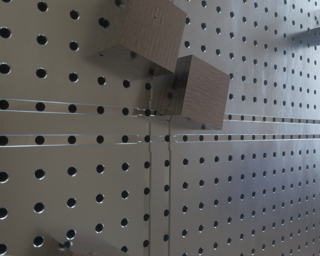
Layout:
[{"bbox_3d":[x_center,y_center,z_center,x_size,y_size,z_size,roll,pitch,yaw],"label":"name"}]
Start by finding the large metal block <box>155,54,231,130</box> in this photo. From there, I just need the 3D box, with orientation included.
[{"bbox_3d":[0.048,-0.045,0.431,0.080,0.050,0.080,18,79,-39],"label":"large metal block"}]

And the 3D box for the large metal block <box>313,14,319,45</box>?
[{"bbox_3d":[0.416,-0.245,0.719,0.050,0.080,0.080,48,62,-30],"label":"large metal block"}]

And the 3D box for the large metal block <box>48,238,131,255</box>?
[{"bbox_3d":[-0.079,0.168,0.326,0.080,0.050,0.080,26,74,-37],"label":"large metal block"}]

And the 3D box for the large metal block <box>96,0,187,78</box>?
[{"bbox_3d":[-0.020,-0.115,0.375,0.080,0.050,0.080,20,77,-38],"label":"large metal block"}]
